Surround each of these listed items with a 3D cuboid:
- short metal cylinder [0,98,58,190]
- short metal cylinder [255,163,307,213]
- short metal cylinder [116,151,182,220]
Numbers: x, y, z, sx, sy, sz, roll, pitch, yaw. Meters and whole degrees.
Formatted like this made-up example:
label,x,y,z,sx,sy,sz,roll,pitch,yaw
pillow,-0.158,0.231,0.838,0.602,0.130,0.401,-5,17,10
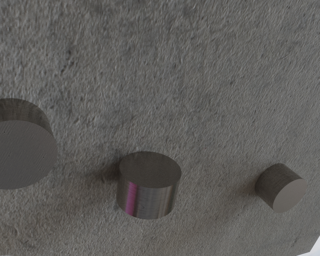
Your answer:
label,x,y,z,sx,sy,sz,roll,pitch,yaw
short metal cylinder,-0.152,0.016,0.318,0.081,0.050,0.079,-14,125,-21
short metal cylinder,0.230,0.114,0.591,0.081,0.050,0.079,-14,125,-21
short metal cylinder,-0.016,0.074,0.410,0.081,0.080,0.050,-5,121,-26
